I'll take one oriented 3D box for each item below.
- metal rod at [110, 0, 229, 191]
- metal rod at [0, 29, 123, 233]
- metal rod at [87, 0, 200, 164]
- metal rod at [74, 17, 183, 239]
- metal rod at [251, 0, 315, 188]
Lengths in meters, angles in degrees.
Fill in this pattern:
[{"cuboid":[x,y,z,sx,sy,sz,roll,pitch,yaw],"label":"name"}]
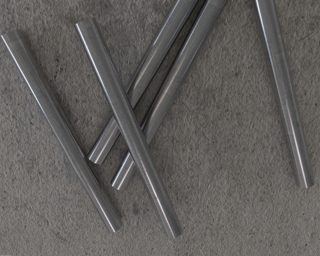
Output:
[{"cuboid":[0.009,-0.044,0.393,0.025,0.025,0.298,26,108,-9],"label":"metal rod"},{"cuboid":[-0.122,0.018,0.415,0.025,0.025,0.299,-21,109,7],"label":"metal rod"},{"cuboid":[-0.012,-0.079,0.380,0.025,0.025,0.298,29,107,-10],"label":"metal rod"},{"cuboid":[-0.031,0.015,0.386,0.025,0.025,0.299,-19,109,7],"label":"metal rod"},{"cuboid":[0.155,-0.054,0.391,0.025,0.025,0.299,-19,109,7],"label":"metal rod"}]
